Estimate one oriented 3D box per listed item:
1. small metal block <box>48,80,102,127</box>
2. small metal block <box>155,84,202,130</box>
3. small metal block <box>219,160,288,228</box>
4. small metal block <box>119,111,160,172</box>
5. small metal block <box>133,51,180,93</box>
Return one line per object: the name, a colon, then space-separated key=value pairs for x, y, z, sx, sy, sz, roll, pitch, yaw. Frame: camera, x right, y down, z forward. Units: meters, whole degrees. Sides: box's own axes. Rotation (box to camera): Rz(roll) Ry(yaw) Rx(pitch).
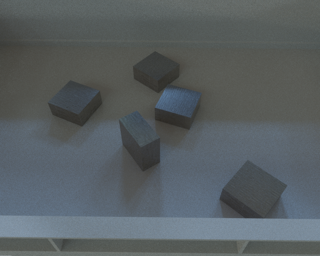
small metal block: x=-0.118 y=-0.035 z=0.434 sx=0.050 sy=0.025 sz=0.050 roll=21 pitch=53 yaw=16
small metal block: x=0.026 y=-0.030 z=0.430 sx=0.050 sy=0.025 sz=0.050 roll=17 pitch=52 yaw=13
small metal block: x=0.103 y=0.072 z=0.345 sx=0.050 sy=0.025 sz=0.050 roll=35 pitch=58 yaw=25
small metal block: x=-0.024 y=0.016 z=0.375 sx=0.025 sy=0.050 sz=0.050 roll=-27 pitch=55 yaw=-21
small metal block: x=-0.005 y=-0.087 z=0.478 sx=0.050 sy=0.025 sz=0.050 roll=34 pitch=58 yaw=25
